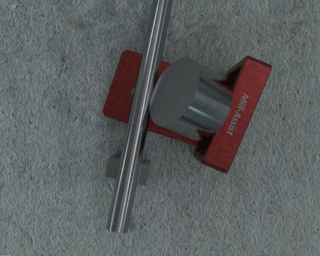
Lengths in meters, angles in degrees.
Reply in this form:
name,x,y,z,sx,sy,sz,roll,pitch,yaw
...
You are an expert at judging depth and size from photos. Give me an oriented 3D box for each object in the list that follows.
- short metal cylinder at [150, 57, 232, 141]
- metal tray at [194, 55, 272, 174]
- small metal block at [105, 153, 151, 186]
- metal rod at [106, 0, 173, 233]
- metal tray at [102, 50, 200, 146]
name,x,y,z,sx,sy,sz,roll,pitch,yaw
short metal cylinder,0.033,-0.031,0.347,0.050,0.080,0.080,23,90,-33
metal tray,0.084,-0.015,0.380,0.030,0.090,0.129,23,90,0
small metal block,-0.039,0.052,0.398,0.050,0.050,0.025,13,90,-1
metal rod,-0.021,-0.030,0.372,0.025,0.025,0.299,11,81,-1
metal tray,0.002,-0.039,0.408,0.131,0.030,0.090,18,90,-1
